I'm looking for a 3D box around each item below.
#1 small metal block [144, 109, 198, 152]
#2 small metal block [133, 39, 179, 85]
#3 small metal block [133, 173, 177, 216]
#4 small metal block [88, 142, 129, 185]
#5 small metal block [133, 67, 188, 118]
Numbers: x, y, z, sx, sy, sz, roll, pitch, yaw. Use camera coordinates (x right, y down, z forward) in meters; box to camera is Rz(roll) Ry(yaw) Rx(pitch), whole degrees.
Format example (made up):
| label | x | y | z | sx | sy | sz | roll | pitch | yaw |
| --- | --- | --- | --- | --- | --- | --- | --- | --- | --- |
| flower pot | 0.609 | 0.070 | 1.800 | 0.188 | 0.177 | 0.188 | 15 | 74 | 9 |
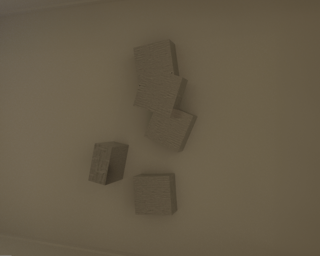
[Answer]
| label | x | y | z | sx | sy | sz | roll | pitch | yaw |
| --- | --- | --- | --- | --- | --- | --- | --- | --- | --- |
| small metal block | 0.014 | -0.002 | 0.405 | 0.050 | 0.025 | 0.050 | 25 | 98 | 17 |
| small metal block | -0.004 | -0.085 | 0.411 | 0.050 | 0.025 | 0.050 | -9 | 87 | 19 |
| small metal block | -0.006 | 0.087 | 0.412 | 0.050 | 0.025 | 0.050 | -4 | 89 | 19 |
| small metal block | -0.069 | 0.046 | 0.420 | 0.025 | 0.050 | 0.050 | 12 | 94 | 19 |
| small metal block | 0.001 | -0.043 | 0.383 | 0.050 | 0.025 | 0.050 | 19 | 96 | 18 |
